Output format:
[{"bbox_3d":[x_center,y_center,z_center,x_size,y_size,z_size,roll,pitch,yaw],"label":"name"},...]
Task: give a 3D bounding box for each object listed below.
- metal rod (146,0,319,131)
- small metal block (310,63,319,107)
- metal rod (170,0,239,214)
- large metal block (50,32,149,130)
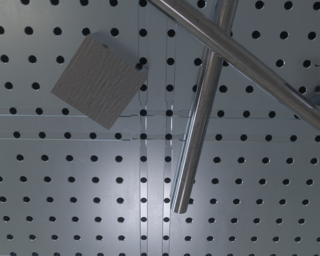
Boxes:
[{"bbox_3d":[0.095,-0.080,0.361,0.301,0.025,0.025,31,107,-20],"label":"metal rod"},{"bbox_3d":[0.212,-0.052,0.383,0.025,0.050,0.050,-4,110,1],"label":"small metal block"},{"bbox_3d":[0.054,-0.019,0.407,0.025,0.025,0.298,9,110,-4],"label":"metal rod"},{"bbox_3d":[-0.070,-0.058,0.378,0.080,0.050,0.080,35,106,-12],"label":"large metal block"}]
